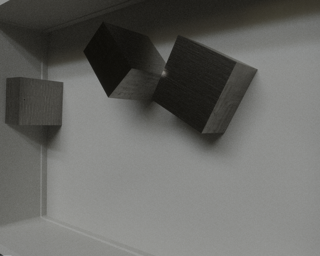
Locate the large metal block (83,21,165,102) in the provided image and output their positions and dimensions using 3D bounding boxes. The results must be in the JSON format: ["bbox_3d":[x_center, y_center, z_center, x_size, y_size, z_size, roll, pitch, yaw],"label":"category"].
[{"bbox_3d":[-0.040,-0.083,0.404,0.050,0.081,0.080,-45,63,31],"label":"large metal block"}]

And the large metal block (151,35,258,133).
[{"bbox_3d":[0.048,-0.049,0.351,0.080,0.050,0.079,37,112,34],"label":"large metal block"}]

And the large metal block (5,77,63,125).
[{"bbox_3d":[-0.225,-0.046,0.557,0.050,0.081,0.079,4,93,40],"label":"large metal block"}]
